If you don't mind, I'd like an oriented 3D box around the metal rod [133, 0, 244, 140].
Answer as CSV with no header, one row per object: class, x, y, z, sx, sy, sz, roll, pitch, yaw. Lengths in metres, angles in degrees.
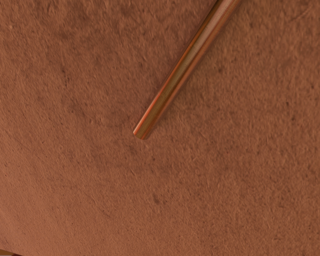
metal rod,0.042,-0.088,0.329,0.025,0.025,0.298,37,129,3
